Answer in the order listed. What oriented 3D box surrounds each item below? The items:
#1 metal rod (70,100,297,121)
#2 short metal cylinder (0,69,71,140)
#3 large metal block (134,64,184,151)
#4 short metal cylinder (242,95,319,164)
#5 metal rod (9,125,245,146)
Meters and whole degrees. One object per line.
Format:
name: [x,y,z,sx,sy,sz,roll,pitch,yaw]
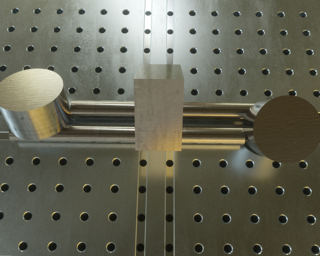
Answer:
metal rod: [0.033,-0.023,0.420,0.302,0.025,0.025,1,70,0]
short metal cylinder: [-0.159,-0.031,0.393,0.081,0.050,0.080,0,47,0]
large metal block: [-0.001,-0.027,0.360,0.050,0.080,0.079,1,112,0]
short metal cylinder: [0.149,0.001,0.385,0.081,0.050,0.079,0,92,0]
metal rod: [-0.042,0.009,0.407,0.302,0.025,0.025,1,70,0]
